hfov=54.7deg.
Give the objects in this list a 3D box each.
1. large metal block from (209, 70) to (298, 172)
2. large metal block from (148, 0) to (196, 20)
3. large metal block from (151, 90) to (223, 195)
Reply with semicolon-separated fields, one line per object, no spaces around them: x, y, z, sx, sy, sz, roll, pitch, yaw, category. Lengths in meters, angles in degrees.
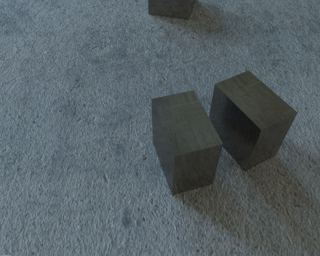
0.105;-0.008;0.375;0.050;0.080;0.080;-23;54;-18;large metal block
0.027;-0.260;0.606;0.080;0.050;0.080;11;51;9;large metal block
0.026;0.017;0.353;0.050;0.080;0.080;-13;51;-11;large metal block
